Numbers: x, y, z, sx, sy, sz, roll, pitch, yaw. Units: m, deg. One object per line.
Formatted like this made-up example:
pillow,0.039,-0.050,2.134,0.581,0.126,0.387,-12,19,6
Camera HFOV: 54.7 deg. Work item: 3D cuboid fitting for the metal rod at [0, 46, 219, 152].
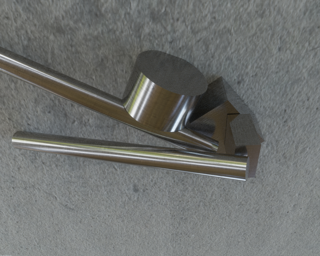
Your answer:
metal rod,-0.076,-0.033,0.342,0.301,0.025,0.025,23,127,-5

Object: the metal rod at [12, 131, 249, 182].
metal rod,-0.052,0.028,0.362,0.301,0.025,0.025,5,134,23

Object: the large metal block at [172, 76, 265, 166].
large metal block,0.069,-0.004,0.388,0.080,0.050,0.080,-33,123,26

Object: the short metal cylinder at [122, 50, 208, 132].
short metal cylinder,0.005,-0.041,0.339,0.081,0.080,0.050,16,128,-14

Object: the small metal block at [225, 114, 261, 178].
small metal block,0.089,0.020,0.341,0.025,0.050,0.050,-3,130,3
